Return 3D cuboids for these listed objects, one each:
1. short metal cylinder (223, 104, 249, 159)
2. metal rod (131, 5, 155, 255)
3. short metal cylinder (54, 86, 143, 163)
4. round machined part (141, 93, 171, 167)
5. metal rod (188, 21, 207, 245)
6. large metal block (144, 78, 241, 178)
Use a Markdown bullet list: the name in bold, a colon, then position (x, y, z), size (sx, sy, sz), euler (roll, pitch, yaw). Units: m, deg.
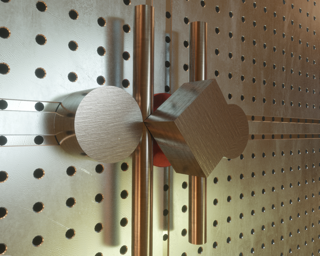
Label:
- **short metal cylinder**: position (0.089, 0.005, 0.467), size (0.081, 0.050, 0.080), euler (0, 90, -40)
- **metal rod**: position (-0.020, 0.008, 0.365), size (0.025, 0.025, 0.298), euler (1, 90, -40)
- **short metal cylinder**: position (-0.066, -0.004, 0.337), size (0.081, 0.050, 0.080), euler (0, 90, -40)
- **round machined part**: position (0.007, 0.003, 0.405), size (0.099, 0.042, 0.097), euler (0, 90, -40)
- **metal rod**: position (0.052, 0.007, 0.425), size (0.025, 0.025, 0.298), euler (0, 90, -40)
- **large metal block**: position (0.041, -0.001, 0.366), size (0.080, 0.050, 0.080), euler (-46, 118, -30)
